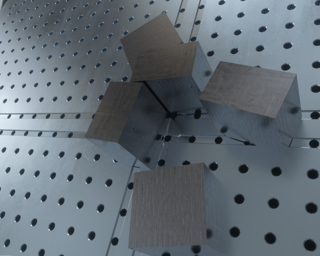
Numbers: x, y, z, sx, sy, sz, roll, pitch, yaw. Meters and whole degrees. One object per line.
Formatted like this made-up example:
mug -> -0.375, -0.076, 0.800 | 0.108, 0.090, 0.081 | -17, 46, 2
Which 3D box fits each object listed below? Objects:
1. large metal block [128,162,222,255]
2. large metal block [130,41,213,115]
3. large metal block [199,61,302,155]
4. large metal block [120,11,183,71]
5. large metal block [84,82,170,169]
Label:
large metal block -> 0.017, 0.088, 0.330 | 0.080, 0.050, 0.080 | -11, 57, 22
large metal block -> 0.021, -0.060, 0.400 | 0.080, 0.080, 0.050 | -2, 61, 27
large metal block -> 0.100, -0.021, 0.334 | 0.080, 0.080, 0.050 | 19, 72, 35
large metal block -> -0.005, -0.115, 0.466 | 0.080, 0.050, 0.080 | -29, 52, 9
large metal block -> -0.037, -0.003, 0.395 | 0.050, 0.080, 0.080 | 7, 65, 31
